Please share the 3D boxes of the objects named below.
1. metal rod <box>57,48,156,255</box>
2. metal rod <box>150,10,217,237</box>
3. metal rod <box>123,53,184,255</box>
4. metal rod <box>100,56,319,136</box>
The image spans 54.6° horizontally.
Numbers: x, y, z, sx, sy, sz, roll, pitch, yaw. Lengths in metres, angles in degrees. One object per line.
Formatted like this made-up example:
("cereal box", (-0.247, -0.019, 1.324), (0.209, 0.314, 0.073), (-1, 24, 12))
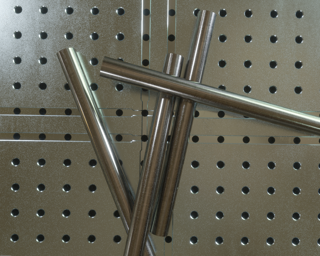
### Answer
("metal rod", (-0.071, 0.038, 0.412), (0.025, 0.025, 0.299), (-21, 90, 0))
("metal rod", (0.031, -0.006, 0.413), (0.025, 0.025, 0.299), (13, 90, 0))
("metal rod", (-0.010, 0.051, 0.397), (0.025, 0.025, 0.299), (12, 84, 0))
("metal rod", (0.076, -0.037, 0.392), (0.302, 0.025, 0.025), (14, 90, -9))
